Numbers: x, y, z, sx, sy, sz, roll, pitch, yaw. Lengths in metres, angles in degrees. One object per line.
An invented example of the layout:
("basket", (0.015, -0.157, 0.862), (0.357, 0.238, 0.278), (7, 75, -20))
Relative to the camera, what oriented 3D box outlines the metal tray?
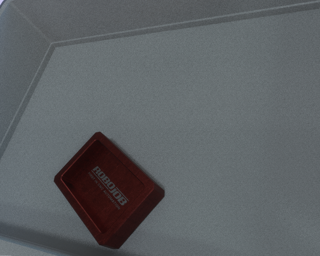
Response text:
("metal tray", (-0.068, 0.073, 0.391), (0.090, 0.030, 0.130), (-48, 52, -6))
